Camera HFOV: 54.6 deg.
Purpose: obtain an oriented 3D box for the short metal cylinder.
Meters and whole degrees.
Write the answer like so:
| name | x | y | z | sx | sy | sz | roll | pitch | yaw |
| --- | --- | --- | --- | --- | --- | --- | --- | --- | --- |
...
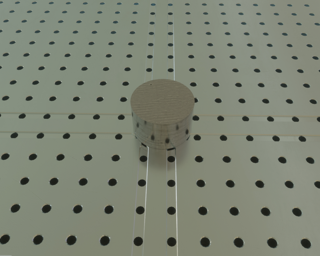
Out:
| name | x | y | z | sx | sy | sz | roll | pitch | yaw |
| --- | --- | --- | --- | --- | --- | --- | --- | --- | --- |
| short metal cylinder | 0.003 | -0.019 | 0.407 | 0.080 | 0.050 | 0.080 | 0 | 50 | 0 |
